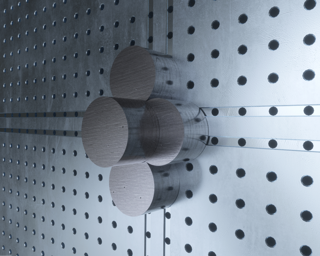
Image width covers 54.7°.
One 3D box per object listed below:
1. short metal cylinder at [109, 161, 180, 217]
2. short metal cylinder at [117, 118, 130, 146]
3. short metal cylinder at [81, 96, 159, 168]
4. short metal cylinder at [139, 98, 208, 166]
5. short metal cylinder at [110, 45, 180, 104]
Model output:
[{"bbox_3d":[-0.022,0.072,0.410,0.080,0.050,0.080,-2,87,39],"label":"short metal cylinder"},{"bbox_3d":[-0.053,0.004,0.437,0.080,0.050,0.079,0,90,40],"label":"short metal cylinder"},{"bbox_3d":[-0.048,0.004,0.366,0.080,0.050,0.079,0,90,40],"label":"short metal cylinder"},{"bbox_3d":[0.012,0.004,0.383,0.080,0.050,0.080,0,90,40],"label":"short metal cylinder"},{"bbox_3d":[-0.021,-0.064,0.410,0.080,0.050,0.079,0,90,39],"label":"short metal cylinder"}]
